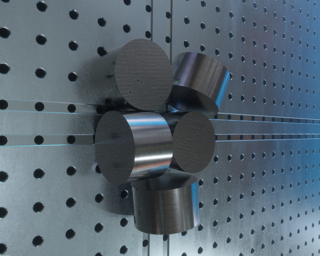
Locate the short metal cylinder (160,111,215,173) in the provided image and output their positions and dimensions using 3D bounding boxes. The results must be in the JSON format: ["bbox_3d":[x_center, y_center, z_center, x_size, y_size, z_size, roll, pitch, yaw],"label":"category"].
[{"bbox_3d":[0.029,0.018,0.417,0.081,0.050,0.079,-1,91,-40],"label":"short metal cylinder"}]

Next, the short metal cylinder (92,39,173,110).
[{"bbox_3d":[-0.031,-0.060,0.366,0.081,0.050,0.079,0,91,-39],"label":"short metal cylinder"}]

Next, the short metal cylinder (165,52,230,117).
[{"bbox_3d":[0.046,-0.055,0.412,0.080,0.080,0.050,35,68,-35],"label":"short metal cylinder"}]

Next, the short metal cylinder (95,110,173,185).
[{"bbox_3d":[-0.031,0.020,0.348,0.050,0.080,0.079,-3,92,-41],"label":"short metal cylinder"}]

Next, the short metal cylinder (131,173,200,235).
[{"bbox_3d":[0.007,0.089,0.378,0.081,0.080,0.050,-8,96,-40],"label":"short metal cylinder"}]
